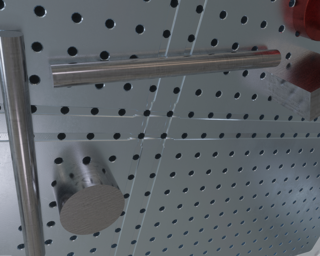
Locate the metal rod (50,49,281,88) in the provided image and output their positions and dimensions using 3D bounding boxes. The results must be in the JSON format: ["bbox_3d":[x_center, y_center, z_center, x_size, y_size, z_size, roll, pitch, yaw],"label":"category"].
[{"bbox_3d":[0.026,-0.076,0.378,0.303,0.025,0.025,-10,123,-24],"label":"metal rod"}]

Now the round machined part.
[{"bbox_3d":[0.237,-0.168,0.426,0.099,0.042,0.097,-14,124,-21],"label":"round machined part"}]

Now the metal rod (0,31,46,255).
[{"bbox_3d":[-0.154,0.044,0.354,0.025,0.025,0.298,-7,122,-25],"label":"metal rod"}]

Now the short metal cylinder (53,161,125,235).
[{"bbox_3d":[-0.092,0.090,0.401,0.081,0.050,0.079,-14,124,-21],"label":"short metal cylinder"}]

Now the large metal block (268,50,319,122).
[{"bbox_3d":[0.221,-0.065,0.457,0.080,0.080,0.050,-28,128,-11],"label":"large metal block"}]
